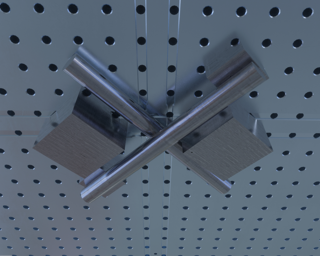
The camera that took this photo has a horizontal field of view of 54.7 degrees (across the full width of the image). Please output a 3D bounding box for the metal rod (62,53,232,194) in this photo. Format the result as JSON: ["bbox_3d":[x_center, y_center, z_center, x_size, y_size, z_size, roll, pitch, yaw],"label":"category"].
[{"bbox_3d":[0.001,0.010,0.418,0.025,0.025,0.301,-35,122,26],"label":"metal rod"}]

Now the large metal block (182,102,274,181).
[{"bbox_3d":[0.086,0.014,0.408,0.080,0.050,0.080,35,122,-26],"label":"large metal block"}]

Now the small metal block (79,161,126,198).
[{"bbox_3d":[-0.087,0.075,0.475,0.050,0.025,0.050,37,121,-27],"label":"small metal block"}]

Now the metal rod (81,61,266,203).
[{"bbox_3d":[-0.002,0.020,0.395,0.299,0.025,0.025,-37,121,27],"label":"metal rod"}]

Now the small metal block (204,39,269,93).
[{"bbox_3d":[0.088,-0.064,0.358,0.050,0.025,0.050,-37,122,27],"label":"small metal block"}]

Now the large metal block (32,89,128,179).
[{"bbox_3d":[-0.101,0.010,0.403,0.080,0.050,0.080,-36,122,26],"label":"large metal block"}]
